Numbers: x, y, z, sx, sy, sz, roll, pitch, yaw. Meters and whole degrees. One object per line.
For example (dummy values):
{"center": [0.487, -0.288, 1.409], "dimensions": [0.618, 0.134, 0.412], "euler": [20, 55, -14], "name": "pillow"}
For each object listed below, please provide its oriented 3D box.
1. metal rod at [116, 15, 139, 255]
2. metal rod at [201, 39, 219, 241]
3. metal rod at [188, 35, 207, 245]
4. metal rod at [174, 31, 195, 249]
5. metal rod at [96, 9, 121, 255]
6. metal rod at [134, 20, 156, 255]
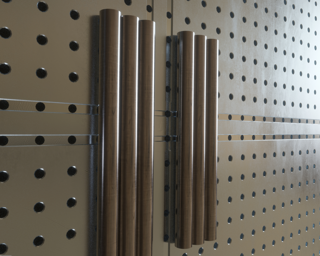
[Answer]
{"center": [-0.039, 0.017, 0.375], "dimensions": [0.025, 0.025, 0.298], "euler": [1, 89, -40], "name": "metal rod"}
{"center": [0.075, 0.017, 0.470], "dimensions": [0.025, 0.025, 0.298], "euler": [1, 89, -40], "name": "metal rod"}
{"center": [0.054, 0.017, 0.452], "dimensions": [0.025, 0.025, 0.298], "euler": [1, 89, -40], "name": "metal rod"}
{"center": [0.035, 0.016, 0.436], "dimensions": [0.025, 0.025, 0.298], "euler": [1, 89, -40], "name": "metal rod"}
{"center": [-0.059, 0.016, 0.358], "dimensions": [0.025, 0.025, 0.298], "euler": [1, 89, -40], "name": "metal rod"}
{"center": [-0.020, 0.017, 0.391], "dimensions": [0.025, 0.025, 0.298], "euler": [1, 89, -40], "name": "metal rod"}
